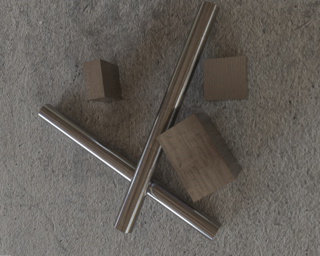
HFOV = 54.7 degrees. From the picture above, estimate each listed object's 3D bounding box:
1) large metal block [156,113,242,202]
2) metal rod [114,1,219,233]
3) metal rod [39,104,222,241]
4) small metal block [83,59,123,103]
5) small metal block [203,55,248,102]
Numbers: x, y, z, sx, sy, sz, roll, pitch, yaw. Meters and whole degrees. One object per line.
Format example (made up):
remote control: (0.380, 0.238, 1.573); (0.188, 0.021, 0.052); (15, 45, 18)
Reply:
large metal block: (0.049, 0.031, 0.362); (0.050, 0.080, 0.080); (-33, 80, 17)
metal rod: (0.008, -0.013, 0.388); (0.025, 0.025, 0.299); (22, 91, 18)
metal rod: (-0.052, 0.052, 0.426); (0.300, 0.025, 0.025); (33, 100, 16)
small metal block: (-0.077, -0.062, 0.422); (0.025, 0.050, 0.050); (-9, 87, 19)
small metal block: (0.081, -0.059, 0.380); (0.050, 0.025, 0.050); (-2, 90, 19)
